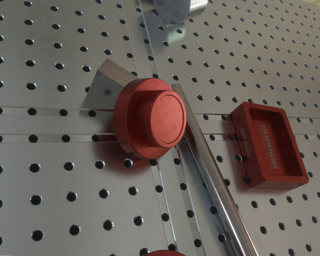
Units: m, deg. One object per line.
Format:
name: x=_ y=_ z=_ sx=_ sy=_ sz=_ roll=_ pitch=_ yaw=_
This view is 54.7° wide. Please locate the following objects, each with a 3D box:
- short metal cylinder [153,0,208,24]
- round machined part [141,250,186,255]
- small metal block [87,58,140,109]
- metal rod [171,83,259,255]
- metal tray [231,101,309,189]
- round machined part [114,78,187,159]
short metal cylinder: x=0.034 y=-0.223 z=0.527 sx=0.050 sy=0.080 sz=0.080 roll=-35 pitch=82 yaw=-38
round machined part: x=-0.001 y=0.170 z=0.293 sx=0.099 sy=0.042 sz=0.098 roll=14 pitch=56 yaw=-21
small metal block: x=-0.058 y=-0.052 z=0.392 sx=0.050 sy=0.050 sz=0.025 roll=32 pitch=52 yaw=-8
metal rod: x=0.072 y=0.072 z=0.402 sx=0.025 sy=0.025 sz=0.299 roll=-9 pitch=66 yaw=-32
metal tray: x=0.168 y=0.026 z=0.478 sx=0.091 sy=0.030 sz=0.130 roll=7 pitch=59 yaw=-25
round machined part: x=-0.005 y=-0.011 z=0.370 sx=0.099 sy=0.042 sz=0.097 roll=-5 pitch=96 yaw=-50
